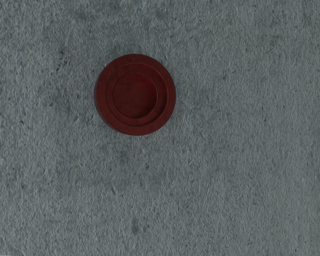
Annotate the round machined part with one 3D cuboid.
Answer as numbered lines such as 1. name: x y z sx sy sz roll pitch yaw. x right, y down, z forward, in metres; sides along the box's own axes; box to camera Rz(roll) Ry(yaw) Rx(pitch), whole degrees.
1. round machined part: -0.033 -0.040 0.387 0.099 0.042 0.097 0 90 -20
